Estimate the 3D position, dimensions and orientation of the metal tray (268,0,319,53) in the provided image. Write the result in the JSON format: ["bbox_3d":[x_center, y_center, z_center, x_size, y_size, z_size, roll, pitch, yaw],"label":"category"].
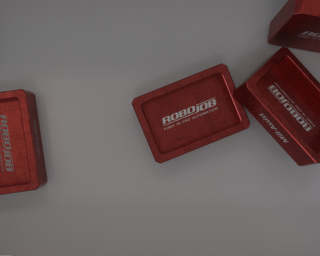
[{"bbox_3d":[0.212,-0.123,0.378,0.131,0.090,0.030,10,84,0],"label":"metal tray"}]

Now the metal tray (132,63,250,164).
[{"bbox_3d":[0.040,-0.019,0.408,0.131,0.030,0.090,-22,90,0],"label":"metal tray"}]

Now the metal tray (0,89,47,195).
[{"bbox_3d":[-0.206,0.020,0.407,0.091,0.030,0.129,-8,90,0],"label":"metal tray"}]

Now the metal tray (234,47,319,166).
[{"bbox_3d":[0.169,-0.028,0.393,0.090,0.030,0.130,-42,90,-23],"label":"metal tray"}]
